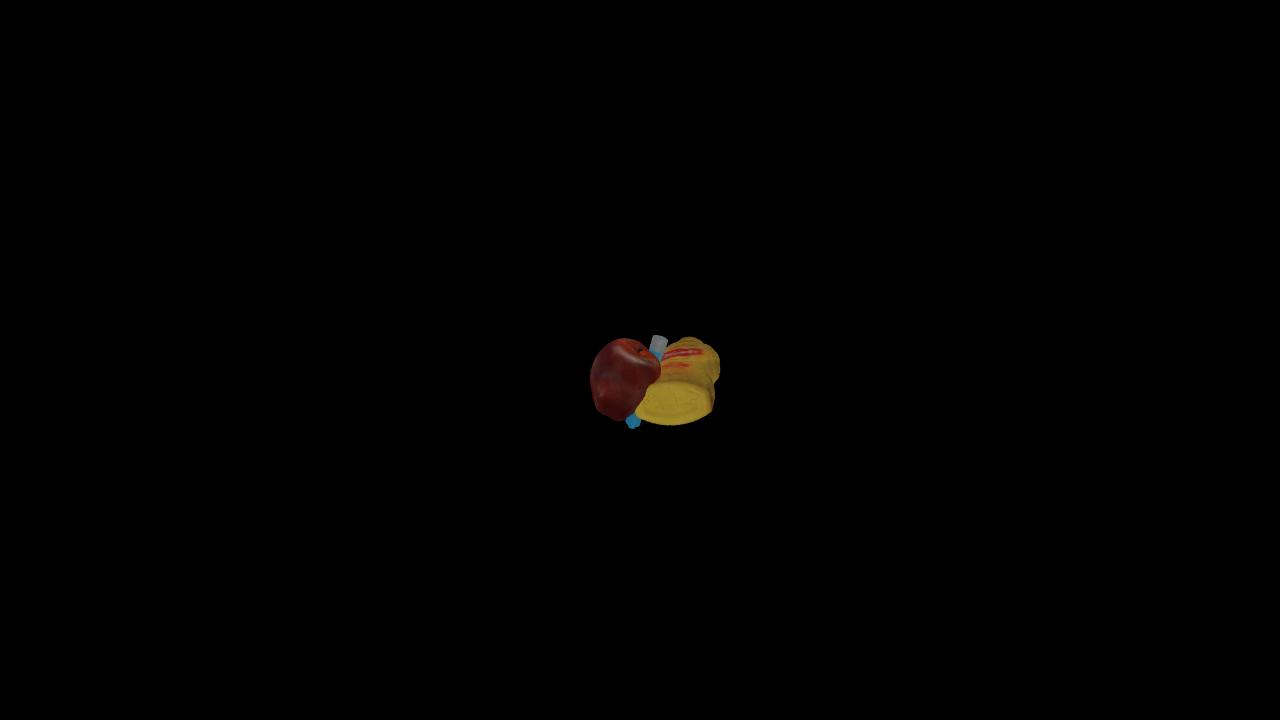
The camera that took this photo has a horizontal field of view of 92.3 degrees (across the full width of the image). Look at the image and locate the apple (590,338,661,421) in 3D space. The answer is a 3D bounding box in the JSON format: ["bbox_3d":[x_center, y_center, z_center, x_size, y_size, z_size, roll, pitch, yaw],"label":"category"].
[{"bbox_3d":[-0.018,0.021,0.692,0.079,0.093,0.079,22,25,-11],"label":"apple"}]

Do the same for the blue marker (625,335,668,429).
[{"bbox_3d":[0.007,0.028,0.736,0.020,0.121,0.020,16,19,-6],"label":"blue marker"}]

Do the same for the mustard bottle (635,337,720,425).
[{"bbox_3d":[0.052,0.015,0.750,0.092,0.054,0.184,-11,19,17],"label":"mustard bottle"}]
